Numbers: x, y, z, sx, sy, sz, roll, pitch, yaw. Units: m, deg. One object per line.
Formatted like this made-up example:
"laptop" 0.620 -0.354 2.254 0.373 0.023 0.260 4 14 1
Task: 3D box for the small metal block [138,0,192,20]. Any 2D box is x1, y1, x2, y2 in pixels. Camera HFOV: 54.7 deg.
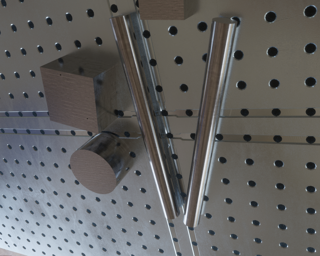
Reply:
"small metal block" 0.005 -0.140 0.321 0.050 0.025 0.050 9 122 23

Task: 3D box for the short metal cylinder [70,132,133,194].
"short metal cylinder" -0.088 0.053 0.473 0.080 0.050 0.079 13 124 20

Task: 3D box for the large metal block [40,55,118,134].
"large metal block" -0.107 -0.047 0.420 0.080 0.050 0.079 14 124 20

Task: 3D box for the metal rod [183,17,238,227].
"metal rod" 0.056 0.017 0.390 0.025 0.025 0.298 16 125 18

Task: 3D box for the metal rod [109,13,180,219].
"metal rod" -0.013 0.002 0.418 0.025 0.025 0.298 0 119 28
